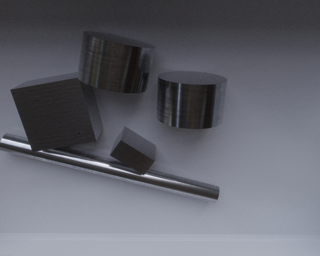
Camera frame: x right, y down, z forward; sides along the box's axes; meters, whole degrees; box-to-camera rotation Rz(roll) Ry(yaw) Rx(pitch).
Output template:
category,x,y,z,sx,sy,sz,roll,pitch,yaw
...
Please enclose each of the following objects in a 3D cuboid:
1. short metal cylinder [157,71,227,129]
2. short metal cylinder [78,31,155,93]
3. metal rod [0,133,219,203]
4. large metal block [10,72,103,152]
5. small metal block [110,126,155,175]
category,x,y,z,sx,sy,sz,roll,pitch,yaw
short metal cylinder,0.037,-0.036,0.369,0.081,0.080,0.050,2,110,-1
short metal cylinder,-0.050,-0.076,0.353,0.081,0.080,0.050,12,110,-5
metal rod,-0.064,0.057,0.431,0.302,0.025,0.025,15,109,-6
large metal block,-0.124,-0.022,0.388,0.080,0.050,0.079,-10,110,3
small metal block,-0.034,0.029,0.408,0.050,0.050,0.025,33,107,-12
